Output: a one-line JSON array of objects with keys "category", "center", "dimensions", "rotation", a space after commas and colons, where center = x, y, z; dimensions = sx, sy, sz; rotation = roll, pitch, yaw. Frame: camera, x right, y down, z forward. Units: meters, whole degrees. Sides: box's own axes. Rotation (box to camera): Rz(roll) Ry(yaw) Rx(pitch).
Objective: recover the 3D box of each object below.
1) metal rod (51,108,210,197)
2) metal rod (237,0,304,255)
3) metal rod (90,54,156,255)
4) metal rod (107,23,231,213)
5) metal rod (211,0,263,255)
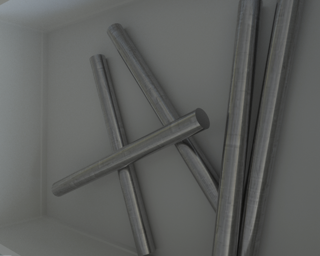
[{"category": "metal rod", "center": [-0.061, 0.045, 0.423], "dimensions": [0.299, 0.025, 0.025], "rotation": [-28, 73, 36]}, {"category": "metal rod", "center": [0.109, 0.004, 0.316], "dimensions": [0.025, 0.025, 0.298], "rotation": [13, 98, 39]}, {"category": "metal rod", "center": [-0.058, 0.030, 0.454], "dimensions": [0.025, 0.025, 0.299], "rotation": [-26, 74, 37]}, {"category": "metal rod", "center": [0.003, -0.028, 0.404], "dimensions": [0.025, 0.025, 0.299], "rotation": [-45, 63, 30]}, {"category": "metal rod", "center": [0.079, 0.015, 0.324], "dimensions": [0.025, 0.025, 0.298], "rotation": [5, 88, 40]}]
